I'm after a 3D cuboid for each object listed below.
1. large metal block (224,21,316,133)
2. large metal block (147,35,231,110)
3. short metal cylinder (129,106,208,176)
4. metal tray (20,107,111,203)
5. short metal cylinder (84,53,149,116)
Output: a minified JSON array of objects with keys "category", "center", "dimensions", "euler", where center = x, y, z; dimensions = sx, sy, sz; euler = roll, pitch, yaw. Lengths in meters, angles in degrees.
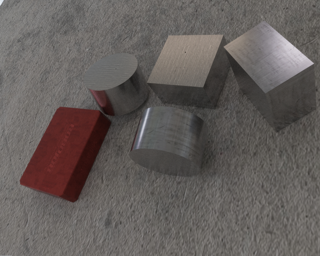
[{"category":"large metal block","center":[0.121,-0.054,0.339],"dimensions":[0.050,0.080,0.080],"euler":[-33,52,7]},{"category":"large metal block","center":[0.042,-0.076,0.413],"dimensions":[0.080,0.050,0.080],"euler":[10,67,32]},{"category":"short metal cylinder","center":[0.011,0.017,0.352],"dimensions":[0.080,0.080,0.050],"euler":[1,62,28]},{"category":"metal tray","center":[-0.136,0.034,0.452],"dimensions":[0.090,0.030,0.130],"euler":[7,65,31]},{"category":"short metal cylinder","center":[-0.062,-0.064,0.449],"dimensions":[0.080,0.050,0.080],"euler":[-11,47,12]}]
